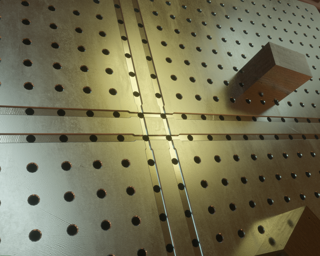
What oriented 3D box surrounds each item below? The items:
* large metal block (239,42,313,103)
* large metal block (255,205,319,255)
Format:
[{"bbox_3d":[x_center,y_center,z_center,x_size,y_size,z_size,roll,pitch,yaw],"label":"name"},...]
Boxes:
[{"bbox_3d":[0.199,-0.094,0.541,0.081,0.080,0.050,11,57,-23],"label":"large metal block"},{"bbox_3d":[0.182,0.161,0.394,0.080,0.050,0.080,48,51,5],"label":"large metal block"}]
